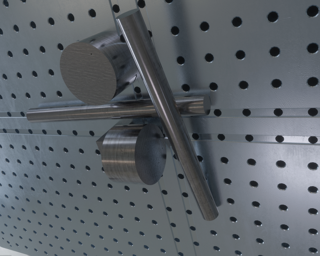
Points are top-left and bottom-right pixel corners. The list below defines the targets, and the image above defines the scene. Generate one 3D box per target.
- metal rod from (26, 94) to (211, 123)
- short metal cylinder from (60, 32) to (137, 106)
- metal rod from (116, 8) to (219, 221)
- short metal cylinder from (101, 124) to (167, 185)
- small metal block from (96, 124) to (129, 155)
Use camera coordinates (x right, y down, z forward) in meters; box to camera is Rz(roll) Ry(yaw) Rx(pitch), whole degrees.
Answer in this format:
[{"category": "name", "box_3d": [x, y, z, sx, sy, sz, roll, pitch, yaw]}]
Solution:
[{"category": "metal rod", "box_3d": [-0.076, -0.024, 0.436, 0.300, 0.025, 0.025, -2, 118, 29]}, {"category": "short metal cylinder", "box_3d": [-0.076, -0.075, 0.389, 0.080, 0.050, 0.079, 13, 124, 20]}, {"category": "metal rod", "box_3d": [0.021, 0.007, 0.375, 0.025, 0.025, 0.299, -4, 126, 30]}, {"category": "short metal cylinder", "box_3d": [-0.032, 0.035, 0.414, 0.050, 0.080, 0.080, -2, 117, 29]}, {"category": "small metal block", "box_3d": [-0.059, 0.028, 0.444, 0.025, 0.050, 0.050, -2, 118, 29]}]
